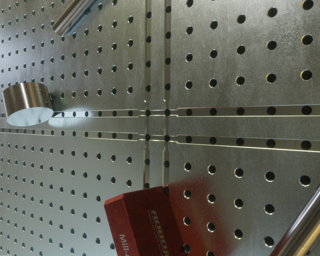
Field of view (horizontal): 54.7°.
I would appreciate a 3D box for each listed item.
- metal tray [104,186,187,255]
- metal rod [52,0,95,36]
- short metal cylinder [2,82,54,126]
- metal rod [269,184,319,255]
[{"bbox_3d":[-0.010,0.140,0.371,0.030,0.090,0.129,-27,73,28],"label":"metal tray"},{"bbox_3d":[-0.076,-0.239,0.469,0.299,0.025,0.025,-31,71,35],"label":"metal rod"},{"bbox_3d":[-0.243,-0.042,0.570,0.080,0.081,0.050,-31,71,35],"label":"short metal cylinder"},{"bbox_3d":[0.119,0.140,0.310,0.025,0.025,0.298,37,113,33],"label":"metal rod"}]
